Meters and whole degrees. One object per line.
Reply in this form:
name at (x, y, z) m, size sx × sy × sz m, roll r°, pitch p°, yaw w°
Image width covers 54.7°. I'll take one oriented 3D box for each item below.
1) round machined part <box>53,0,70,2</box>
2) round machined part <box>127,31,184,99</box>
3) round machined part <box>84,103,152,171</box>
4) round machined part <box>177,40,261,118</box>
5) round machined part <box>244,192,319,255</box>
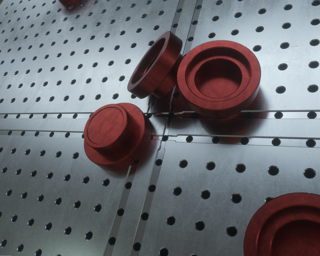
round machined part at (-0.220, -0.329, 0.712) m, size 0.098 × 0.042 × 0.098 m, roll -13°, pitch 56°, yaw 20°
round machined part at (0.000, -0.080, 0.426) m, size 0.098 × 0.042 × 0.098 m, roll -47°, pitch 22°, yaw 26°
round machined part at (-0.064, 0.006, 0.426) m, size 0.098 × 0.042 × 0.098 m, roll -13°, pitch 56°, yaw 20°
round machined part at (0.073, -0.057, 0.384) m, size 0.098 × 0.042 × 0.098 m, roll -5°, pitch 66°, yaw 11°
round machined part at (0.126, 0.109, 0.265) m, size 0.098 × 0.042 × 0.098 m, roll -13°, pitch 56°, yaw 20°
